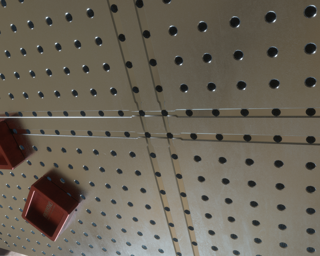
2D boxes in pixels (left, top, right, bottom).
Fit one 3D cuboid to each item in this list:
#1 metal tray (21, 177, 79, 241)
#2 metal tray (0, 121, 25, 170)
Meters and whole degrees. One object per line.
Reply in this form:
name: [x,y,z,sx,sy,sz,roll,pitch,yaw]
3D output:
metal tray: [-0.225,0.166,0.625,0.090,0.030,0.129,36,129,3]
metal tray: [-0.334,0.034,0.601,0.130,0.030,0.089,-2,118,29]
